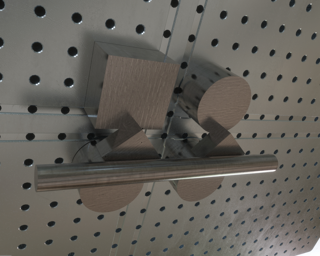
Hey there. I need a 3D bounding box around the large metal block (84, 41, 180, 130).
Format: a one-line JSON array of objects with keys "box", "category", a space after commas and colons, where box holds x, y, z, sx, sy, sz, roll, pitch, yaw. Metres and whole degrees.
[{"box": [-0.034, -0.045, 0.348, 0.081, 0.050, 0.079, 1, 118, -29], "category": "large metal block"}]

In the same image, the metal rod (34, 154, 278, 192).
[{"box": [0.020, 0.047, 0.353, 0.303, 0.025, 0.025, 1, 118, -29], "category": "metal rod"}]

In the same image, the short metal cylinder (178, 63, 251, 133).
[{"box": [0.072, -0.040, 0.409, 0.081, 0.050, 0.079, -14, 124, -21], "category": "short metal cylinder"}]

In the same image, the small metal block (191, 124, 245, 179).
[{"box": [0.077, 0.031, 0.408, 0.050, 0.025, 0.050, -42, 130, 1], "category": "small metal block"}]

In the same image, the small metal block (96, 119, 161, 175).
[{"box": [-0.034, 0.027, 0.344, 0.050, 0.025, 0.050, -35, 129, -6], "category": "small metal block"}]

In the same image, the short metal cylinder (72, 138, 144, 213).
[{"box": [-0.067, 0.060, 0.394, 0.081, 0.050, 0.079, -14, 124, -21], "category": "short metal cylinder"}]

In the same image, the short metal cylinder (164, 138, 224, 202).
[{"box": [0.050, 0.062, 0.460, 0.081, 0.050, 0.079, -14, 124, -21], "category": "short metal cylinder"}]
